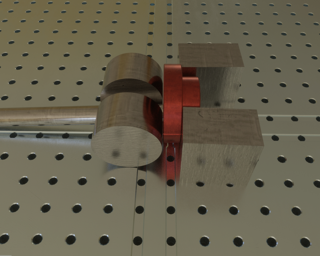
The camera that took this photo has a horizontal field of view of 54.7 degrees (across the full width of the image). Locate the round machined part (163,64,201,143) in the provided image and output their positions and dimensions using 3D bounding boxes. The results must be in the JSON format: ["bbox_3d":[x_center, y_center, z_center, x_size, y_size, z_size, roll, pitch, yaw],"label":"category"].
[{"bbox_3d":[0.026,-0.030,0.385,0.042,0.097,0.098,1,50,1],"label":"round machined part"}]

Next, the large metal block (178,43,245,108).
[{"bbox_3d":[0.065,-0.069,0.431,0.081,0.080,0.050,0,50,0],"label":"large metal block"}]

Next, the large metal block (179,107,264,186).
[{"bbox_3d":[0.064,0.023,0.354,0.080,0.080,0.050,2,50,2],"label":"large metal block"}]

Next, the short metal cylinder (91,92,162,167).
[{"bbox_3d":[-0.037,0.004,0.367,0.080,0.080,0.050,1,51,1],"label":"short metal cylinder"}]

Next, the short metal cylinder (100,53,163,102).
[{"bbox_3d":[-0.036,-0.053,0.416,0.080,0.080,0.050,1,51,0],"label":"short metal cylinder"}]

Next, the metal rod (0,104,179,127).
[{"bbox_3d":[-0.119,-0.016,0.405,0.302,0.025,0.025,-1,50,4],"label":"metal rod"}]
